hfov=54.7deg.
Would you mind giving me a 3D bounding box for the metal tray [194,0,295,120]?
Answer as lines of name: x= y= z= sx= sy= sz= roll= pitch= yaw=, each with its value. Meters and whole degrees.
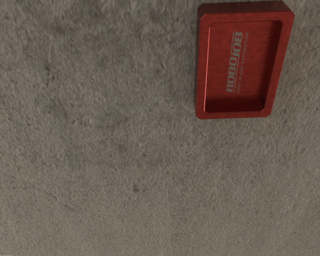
metal tray: x=0.086 y=-0.070 z=0.345 sx=0.091 sy=0.030 sz=0.129 roll=-2 pitch=130 yaw=1
